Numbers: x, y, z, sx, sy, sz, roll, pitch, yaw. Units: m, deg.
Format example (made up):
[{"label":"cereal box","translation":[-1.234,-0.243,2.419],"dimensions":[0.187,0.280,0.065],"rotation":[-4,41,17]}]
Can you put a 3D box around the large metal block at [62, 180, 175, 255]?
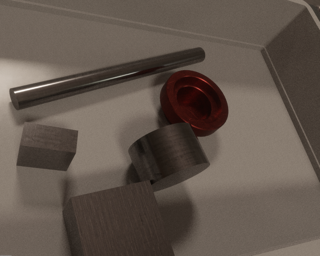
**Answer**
[{"label":"large metal block","translation":[-0.042,0.104,0.303],"dimensions":[0.081,0.050,0.080],"rotation":[-7,65,-30]}]

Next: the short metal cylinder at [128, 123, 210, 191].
[{"label":"short metal cylinder","translation":[0.010,0.035,0.356],"dimensions":[0.081,0.080,0.050],"rotation":[-11,68,-33]}]

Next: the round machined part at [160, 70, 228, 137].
[{"label":"round machined part","translation":[0.044,-0.031,0.439],"dimensions":[0.099,0.042,0.098],"rotation":[14,56,-21]}]

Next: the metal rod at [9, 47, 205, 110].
[{"label":"metal rod","translation":[-0.047,-0.077,0.428],"dimensions":[0.302,0.025,0.025],"rotation":[-22,74,-36]}]

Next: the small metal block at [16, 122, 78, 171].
[{"label":"small metal block","translation":[-0.115,0.021,0.316],"dimensions":[0.050,0.050,0.025],"rotation":[11,57,-23]}]
